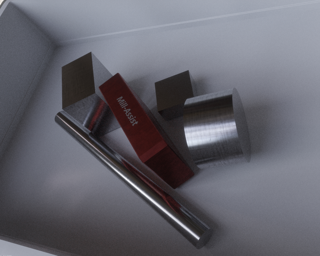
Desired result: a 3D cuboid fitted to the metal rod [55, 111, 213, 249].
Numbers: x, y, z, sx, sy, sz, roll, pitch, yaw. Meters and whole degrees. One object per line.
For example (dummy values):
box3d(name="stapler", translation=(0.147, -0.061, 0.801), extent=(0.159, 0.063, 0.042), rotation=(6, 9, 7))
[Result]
box3d(name="metal rod", translation=(-0.055, 0.048, 0.402), extent=(0.300, 0.025, 0.025), rotation=(32, 80, 37))

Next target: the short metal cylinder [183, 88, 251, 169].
box3d(name="short metal cylinder", translation=(0.063, 0.001, 0.334), extent=(0.050, 0.080, 0.080), rotation=(-11, 57, 23))

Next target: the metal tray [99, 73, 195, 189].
box3d(name="metal tray", translation=(-0.017, 0.002, 0.367), extent=(0.030, 0.090, 0.130), rotation=(-37, 51, 3))

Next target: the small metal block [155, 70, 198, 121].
box3d(name="small metal block", translation=(0.023, -0.044, 0.416), extent=(0.050, 0.025, 0.050), rotation=(-18, 55, 17))

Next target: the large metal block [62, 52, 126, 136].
box3d(name="large metal block", translation=(-0.094, -0.047, 0.444), extent=(0.050, 0.080, 0.080), rotation=(-24, 53, 14))
